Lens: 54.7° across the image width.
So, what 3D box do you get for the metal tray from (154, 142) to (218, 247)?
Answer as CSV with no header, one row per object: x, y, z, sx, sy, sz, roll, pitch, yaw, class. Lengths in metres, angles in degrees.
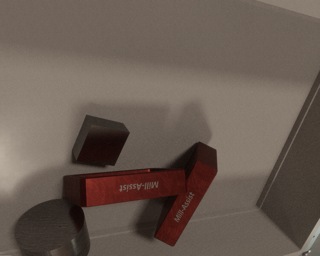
0.038,0.092,0.446,0.030,0.090,0.129,27,107,1,metal tray

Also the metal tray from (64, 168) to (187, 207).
-0.044,0.070,0.386,0.131,0.090,0.030,-1,85,-29,metal tray

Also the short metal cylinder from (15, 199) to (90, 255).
-0.131,0.136,0.386,0.081,0.080,0.050,-15,125,-20,short metal cylinder

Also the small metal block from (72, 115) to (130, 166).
-0.073,0.016,0.380,0.050,0.025,0.050,14,111,-34,small metal block
